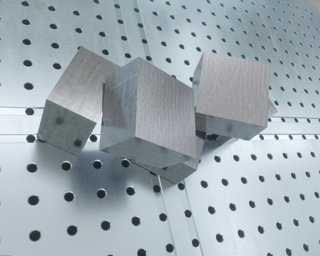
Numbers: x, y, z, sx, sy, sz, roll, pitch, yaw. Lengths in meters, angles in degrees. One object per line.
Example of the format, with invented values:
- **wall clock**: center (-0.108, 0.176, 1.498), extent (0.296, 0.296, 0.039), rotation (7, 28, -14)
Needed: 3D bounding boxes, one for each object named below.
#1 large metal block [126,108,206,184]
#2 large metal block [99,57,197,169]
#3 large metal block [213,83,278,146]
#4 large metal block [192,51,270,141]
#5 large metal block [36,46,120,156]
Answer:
- **large metal block**: center (0.008, 0.012, 0.390), extent (0.080, 0.050, 0.080), rotation (28, 52, -11)
- **large metal block**: center (-0.010, -0.011, 0.311), extent (0.080, 0.050, 0.080), rotation (23, 57, -41)
- **large metal block**: center (0.107, -0.031, 0.452), extent (0.050, 0.080, 0.080), rotation (-18, 71, -35)
- **large metal block**: center (0.081, -0.037, 0.371), extent (0.081, 0.050, 0.080), rotation (12, 68, -4)
- **large metal block**: center (-0.089, -0.028, 0.342), extent (0.050, 0.080, 0.080), rotation (27, 52, -12)
